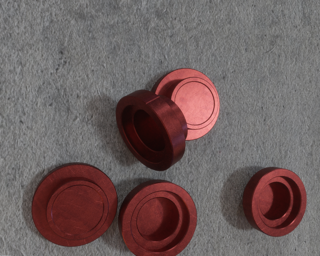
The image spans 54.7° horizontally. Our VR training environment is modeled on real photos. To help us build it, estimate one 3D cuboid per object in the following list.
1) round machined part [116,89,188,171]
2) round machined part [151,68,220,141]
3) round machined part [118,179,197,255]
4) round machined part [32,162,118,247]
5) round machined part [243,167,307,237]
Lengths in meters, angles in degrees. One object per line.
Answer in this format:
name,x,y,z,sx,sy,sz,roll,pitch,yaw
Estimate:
round machined part,-0.006,-0.001,0.370,0.042,0.098,0.098,-32,101,-34
round machined part,0.038,-0.032,0.414,0.099,0.042,0.097,0,90,-20
round machined part,-0.006,0.114,0.398,0.099,0.042,0.097,0,90,-20
round machined part,-0.098,0.091,0.364,0.099,0.042,0.097,0,90,-20
round machined part,0.164,0.106,0.460,0.099,0.042,0.097,0,90,-20
